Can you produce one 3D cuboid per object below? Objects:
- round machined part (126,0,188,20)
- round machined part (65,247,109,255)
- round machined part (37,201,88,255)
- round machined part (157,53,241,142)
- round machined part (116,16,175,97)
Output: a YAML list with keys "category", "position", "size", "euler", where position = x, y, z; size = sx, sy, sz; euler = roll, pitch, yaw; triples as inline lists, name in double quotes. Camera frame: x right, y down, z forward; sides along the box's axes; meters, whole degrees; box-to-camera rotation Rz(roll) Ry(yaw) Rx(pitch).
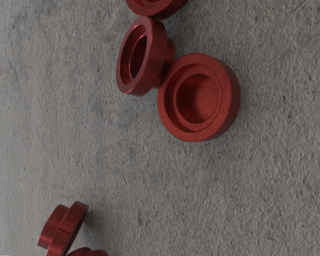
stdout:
- category: "round machined part"
  position: [0.003, -0.185, 0.391]
  size: [0.098, 0.042, 0.097]
  euler: [0, 90, 40]
- category: "round machined part"
  position: [-0.120, 0.217, 0.457]
  size: [0.042, 0.099, 0.097]
  euler: [39, 114, 33]
- category: "round machined part"
  position: [-0.152, 0.158, 0.481]
  size: [0.042, 0.098, 0.097]
  euler: [25, 109, -1]
- category: "round machined part"
  position: [0.047, -0.033, 0.355]
  size: [0.098, 0.042, 0.097]
  euler: [0, 90, 40]
- category: "round machined part"
  position: [-0.017, -0.087, 0.394]
  size: [0.098, 0.042, 0.098]
  euler: [-27, 57, 54]
